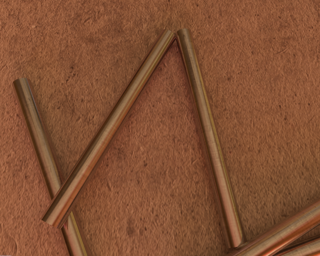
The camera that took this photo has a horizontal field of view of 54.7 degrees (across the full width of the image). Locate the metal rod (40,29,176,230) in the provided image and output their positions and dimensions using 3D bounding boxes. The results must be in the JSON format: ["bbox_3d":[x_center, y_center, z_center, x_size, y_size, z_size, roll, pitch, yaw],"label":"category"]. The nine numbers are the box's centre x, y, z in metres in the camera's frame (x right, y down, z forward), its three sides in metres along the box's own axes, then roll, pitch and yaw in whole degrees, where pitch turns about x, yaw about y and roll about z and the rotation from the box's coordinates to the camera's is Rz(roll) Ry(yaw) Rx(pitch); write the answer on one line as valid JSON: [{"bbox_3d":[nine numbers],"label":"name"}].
[{"bbox_3d":[-0.054,-0.015,0.398,0.025,0.025,0.300,25,66,9],"label":"metal rod"}]

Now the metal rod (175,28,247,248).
[{"bbox_3d":[0.062,-0.001,0.408,0.025,0.025,0.299,-10,70,-4],"label":"metal rod"}]

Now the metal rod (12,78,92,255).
[{"bbox_3d":[-0.130,0.066,0.382,0.025,0.025,0.299,-23,72,-8],"label":"metal rod"}]

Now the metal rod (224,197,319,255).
[{"bbox_3d":[0.147,0.115,0.351,0.302,0.025,0.025,-25,72,-15],"label":"metal rod"}]

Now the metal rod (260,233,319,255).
[{"bbox_3d":[0.156,0.145,0.355,0.302,0.025,0.025,-17,71,-6],"label":"metal rod"}]
